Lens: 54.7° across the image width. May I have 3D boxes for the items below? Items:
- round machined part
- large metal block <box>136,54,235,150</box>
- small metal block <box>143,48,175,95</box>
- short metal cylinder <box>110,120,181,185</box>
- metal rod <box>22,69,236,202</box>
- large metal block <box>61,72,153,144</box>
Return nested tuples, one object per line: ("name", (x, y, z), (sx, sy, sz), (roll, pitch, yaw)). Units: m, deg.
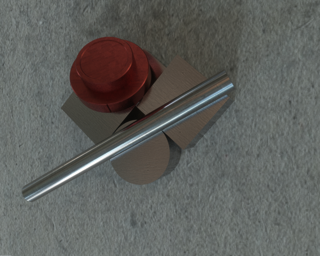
("round machined part", (-0.062, -0.071, 0.375), (0.099, 0.042, 0.098), (-3, 64, 6))
("large metal block", (0.032, -0.031, 0.385), (0.080, 0.050, 0.080), (43, 103, 14))
("small metal block", (-0.015, -0.069, 0.414), (0.050, 0.025, 0.050), (44, 103, 14))
("short metal cylinder", (-0.018, 0.029, 0.402), (0.080, 0.050, 0.079), (0, 90, 19))
("metal rod", (-0.050, 0.018, 0.374), (0.300, 0.025, 0.025), (-29, 81, 17))
("large metal block", (-0.071, -0.029, 0.420), (0.080, 0.050, 0.080), (44, 103, 14))
